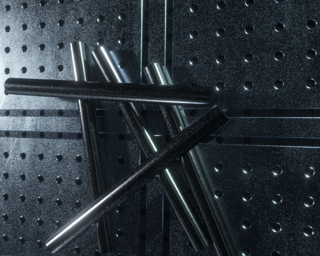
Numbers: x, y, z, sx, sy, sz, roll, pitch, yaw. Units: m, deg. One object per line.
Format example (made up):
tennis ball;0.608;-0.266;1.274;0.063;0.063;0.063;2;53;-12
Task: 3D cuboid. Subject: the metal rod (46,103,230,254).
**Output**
metal rod;-0.039;0.073;0.398;0.300;0.025;0.025;-40;78;15

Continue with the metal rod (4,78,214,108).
metal rod;-0.081;-0.049;0.413;0.301;0.025;0.025;5;92;19

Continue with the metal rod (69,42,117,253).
metal rod;-0.097;0.025;0.445;0.025;0.025;0.298;-10;87;19

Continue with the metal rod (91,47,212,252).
metal rod;-0.016;0.021;0.417;0.025;0.025;0.299;-32;80;17

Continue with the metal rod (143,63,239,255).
metal rod;0.044;0.056;0.396;0.025;0.025;0.299;-24;82;18
